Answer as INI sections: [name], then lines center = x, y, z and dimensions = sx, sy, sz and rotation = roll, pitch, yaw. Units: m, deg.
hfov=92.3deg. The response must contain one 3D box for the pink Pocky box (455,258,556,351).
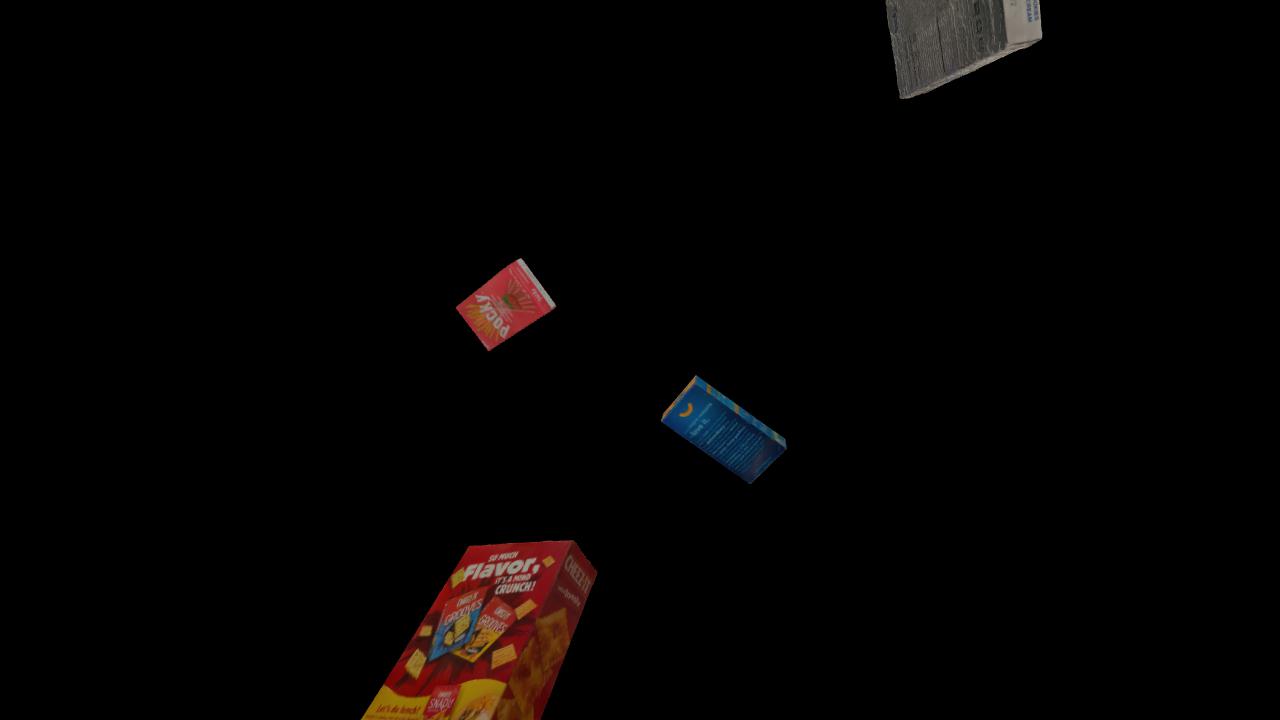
[pink Pocky box]
center = -0.197, -0.076, 0.888
dimensions = 0.155, 0.084, 0.029
rotation = -25, 14, 41

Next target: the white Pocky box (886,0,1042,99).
[white Pocky box]
center = 0.227, -0.249, 0.446
dimensions = 0.028, 0.084, 0.154
rotation = -13, 12, 1

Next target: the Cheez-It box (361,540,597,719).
[Cheez-It box]
center = -0.161, 0.299, 0.645
dimensions = 0.166, 0.071, 0.223
rotation = -12, 32, 29

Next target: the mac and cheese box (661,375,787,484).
[mac and cheese box]
center = 0.136, 0.114, 0.997
dimensions = 0.184, 0.093, 0.041
rotation = 36, 25, -7
